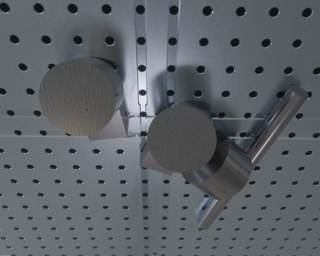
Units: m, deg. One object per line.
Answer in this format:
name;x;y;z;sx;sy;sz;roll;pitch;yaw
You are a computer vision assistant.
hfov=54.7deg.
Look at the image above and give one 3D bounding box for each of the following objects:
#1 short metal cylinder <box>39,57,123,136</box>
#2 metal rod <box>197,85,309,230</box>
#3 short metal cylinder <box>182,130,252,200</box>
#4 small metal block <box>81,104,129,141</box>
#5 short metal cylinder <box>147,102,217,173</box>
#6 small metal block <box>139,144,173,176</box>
short metal cylinder;-0.084;-0.037;0.345;0.080;0.050;0.079;1;107;3
metal rod;0.123;0.064;0.467;0.025;0.025;0.298;13;129;-11
short metal cylinder;0.075;0.050;0.419;0.080;0.080;0.050;-37;122;27
small metal block;-0.071;-0.012;0.401;0.050;0.025;0.050;-6;130;5
short metal cylinder;0.028;0.010;0.381;0.080;0.050;0.079;1;100;8
small metal block;0.004;0.037;0.443;0.050;0.025;0.050;20;127;-16
